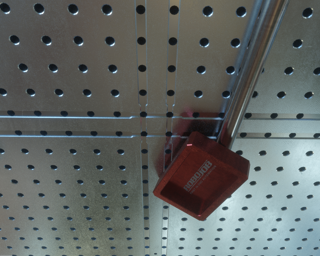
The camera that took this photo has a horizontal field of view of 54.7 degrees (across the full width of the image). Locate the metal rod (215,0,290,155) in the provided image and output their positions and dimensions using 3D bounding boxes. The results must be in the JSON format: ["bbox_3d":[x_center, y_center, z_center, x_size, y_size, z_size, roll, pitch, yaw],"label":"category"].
[{"bbox_3d":[0.098,-0.031,0.386,0.025,0.025,0.298,6,130,-5],"label":"metal rod"}]

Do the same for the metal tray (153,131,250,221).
[{"bbox_3d":[0.055,0.074,0.446,0.090,0.030,0.129,30,131,-1],"label":"metal tray"}]
